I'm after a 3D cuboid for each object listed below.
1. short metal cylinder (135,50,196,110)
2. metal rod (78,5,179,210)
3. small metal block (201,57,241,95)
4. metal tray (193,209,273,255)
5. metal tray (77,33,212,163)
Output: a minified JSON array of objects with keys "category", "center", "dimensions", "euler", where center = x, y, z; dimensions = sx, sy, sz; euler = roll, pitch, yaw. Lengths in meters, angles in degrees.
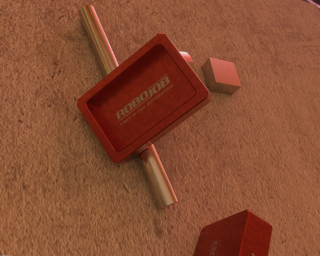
[{"category":"short metal cylinder","center":[0.004,-0.064,0.411],"dimensions":[0.050,0.080,0.080],"euler":[-3,63,-30]},{"category":"metal rod","center":[-0.048,-0.040,0.403],"dimensions":[0.025,0.025,0.299],"euler":[-12,68,-33]},{"category":"small metal block","center":[0.101,-0.085,0.513],"dimensions":[0.050,0.025,0.050],"euler":[5,59,-26]},{"category":"metal tray","center":[0.058,0.152,0.302],"dimensions":[0.030,0.090,0.130],"euler":[34,51,-7]},{"category":"metal tray","center":[-0.020,-0.031,0.352],"dimensions":[0.090,0.130,0.030],"euler":[56,12,12]}]
